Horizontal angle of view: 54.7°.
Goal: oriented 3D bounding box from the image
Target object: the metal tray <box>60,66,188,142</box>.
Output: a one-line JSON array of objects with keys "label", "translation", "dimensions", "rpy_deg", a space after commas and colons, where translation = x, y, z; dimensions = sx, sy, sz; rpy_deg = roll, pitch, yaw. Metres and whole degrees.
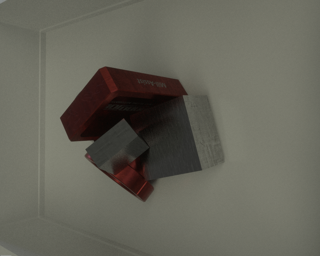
[{"label": "metal tray", "translation": [-0.037, -0.024, 0.364], "dimensions": [0.090, 0.131, 0.030], "rpy_deg": [-42, 66, 31]}]

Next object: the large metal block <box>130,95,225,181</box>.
[{"label": "large metal block", "translation": [0.019, 0.012, 0.362], "dimensions": [0.080, 0.050, 0.080], "rpy_deg": [-18, 83, 38]}]

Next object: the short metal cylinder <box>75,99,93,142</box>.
[{"label": "short metal cylinder", "translation": [-0.075, -0.016, 0.428], "dimensions": [0.050, 0.081, 0.079], "rpy_deg": [28, 108, 36]}]

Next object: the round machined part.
[{"label": "round machined part", "translation": [-0.046, 0.050, 0.405], "dimensions": [0.098, 0.098, 0.042], "rpy_deg": [26, 71, 36]}]

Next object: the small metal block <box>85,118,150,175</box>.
[{"label": "small metal block", "translation": [-0.044, 0.022, 0.334], "dimensions": [0.050, 0.050, 0.025], "rpy_deg": [-39, 70, -2]}]
